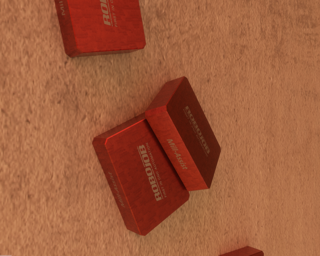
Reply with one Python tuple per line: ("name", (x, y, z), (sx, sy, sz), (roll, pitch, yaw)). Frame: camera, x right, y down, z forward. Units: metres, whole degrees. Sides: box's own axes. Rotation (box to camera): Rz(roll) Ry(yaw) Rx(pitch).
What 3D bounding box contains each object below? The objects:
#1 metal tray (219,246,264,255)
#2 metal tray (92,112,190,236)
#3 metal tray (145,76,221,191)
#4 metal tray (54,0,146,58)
("metal tray", (0.134, 0.274, 0.517), (0.091, 0.030, 0.129), (4, 87, -40))
("metal tray", (-0.019, 0.054, 0.388), (0.091, 0.030, 0.129), (-30, 109, -36))
("metal tray", (0.036, 0.008, 0.413), (0.130, 0.030, 0.090), (61, 33, -22))
("metal tray", (-0.069, -0.149, 0.344), (0.091, 0.030, 0.129), (-17, 101, -39))
